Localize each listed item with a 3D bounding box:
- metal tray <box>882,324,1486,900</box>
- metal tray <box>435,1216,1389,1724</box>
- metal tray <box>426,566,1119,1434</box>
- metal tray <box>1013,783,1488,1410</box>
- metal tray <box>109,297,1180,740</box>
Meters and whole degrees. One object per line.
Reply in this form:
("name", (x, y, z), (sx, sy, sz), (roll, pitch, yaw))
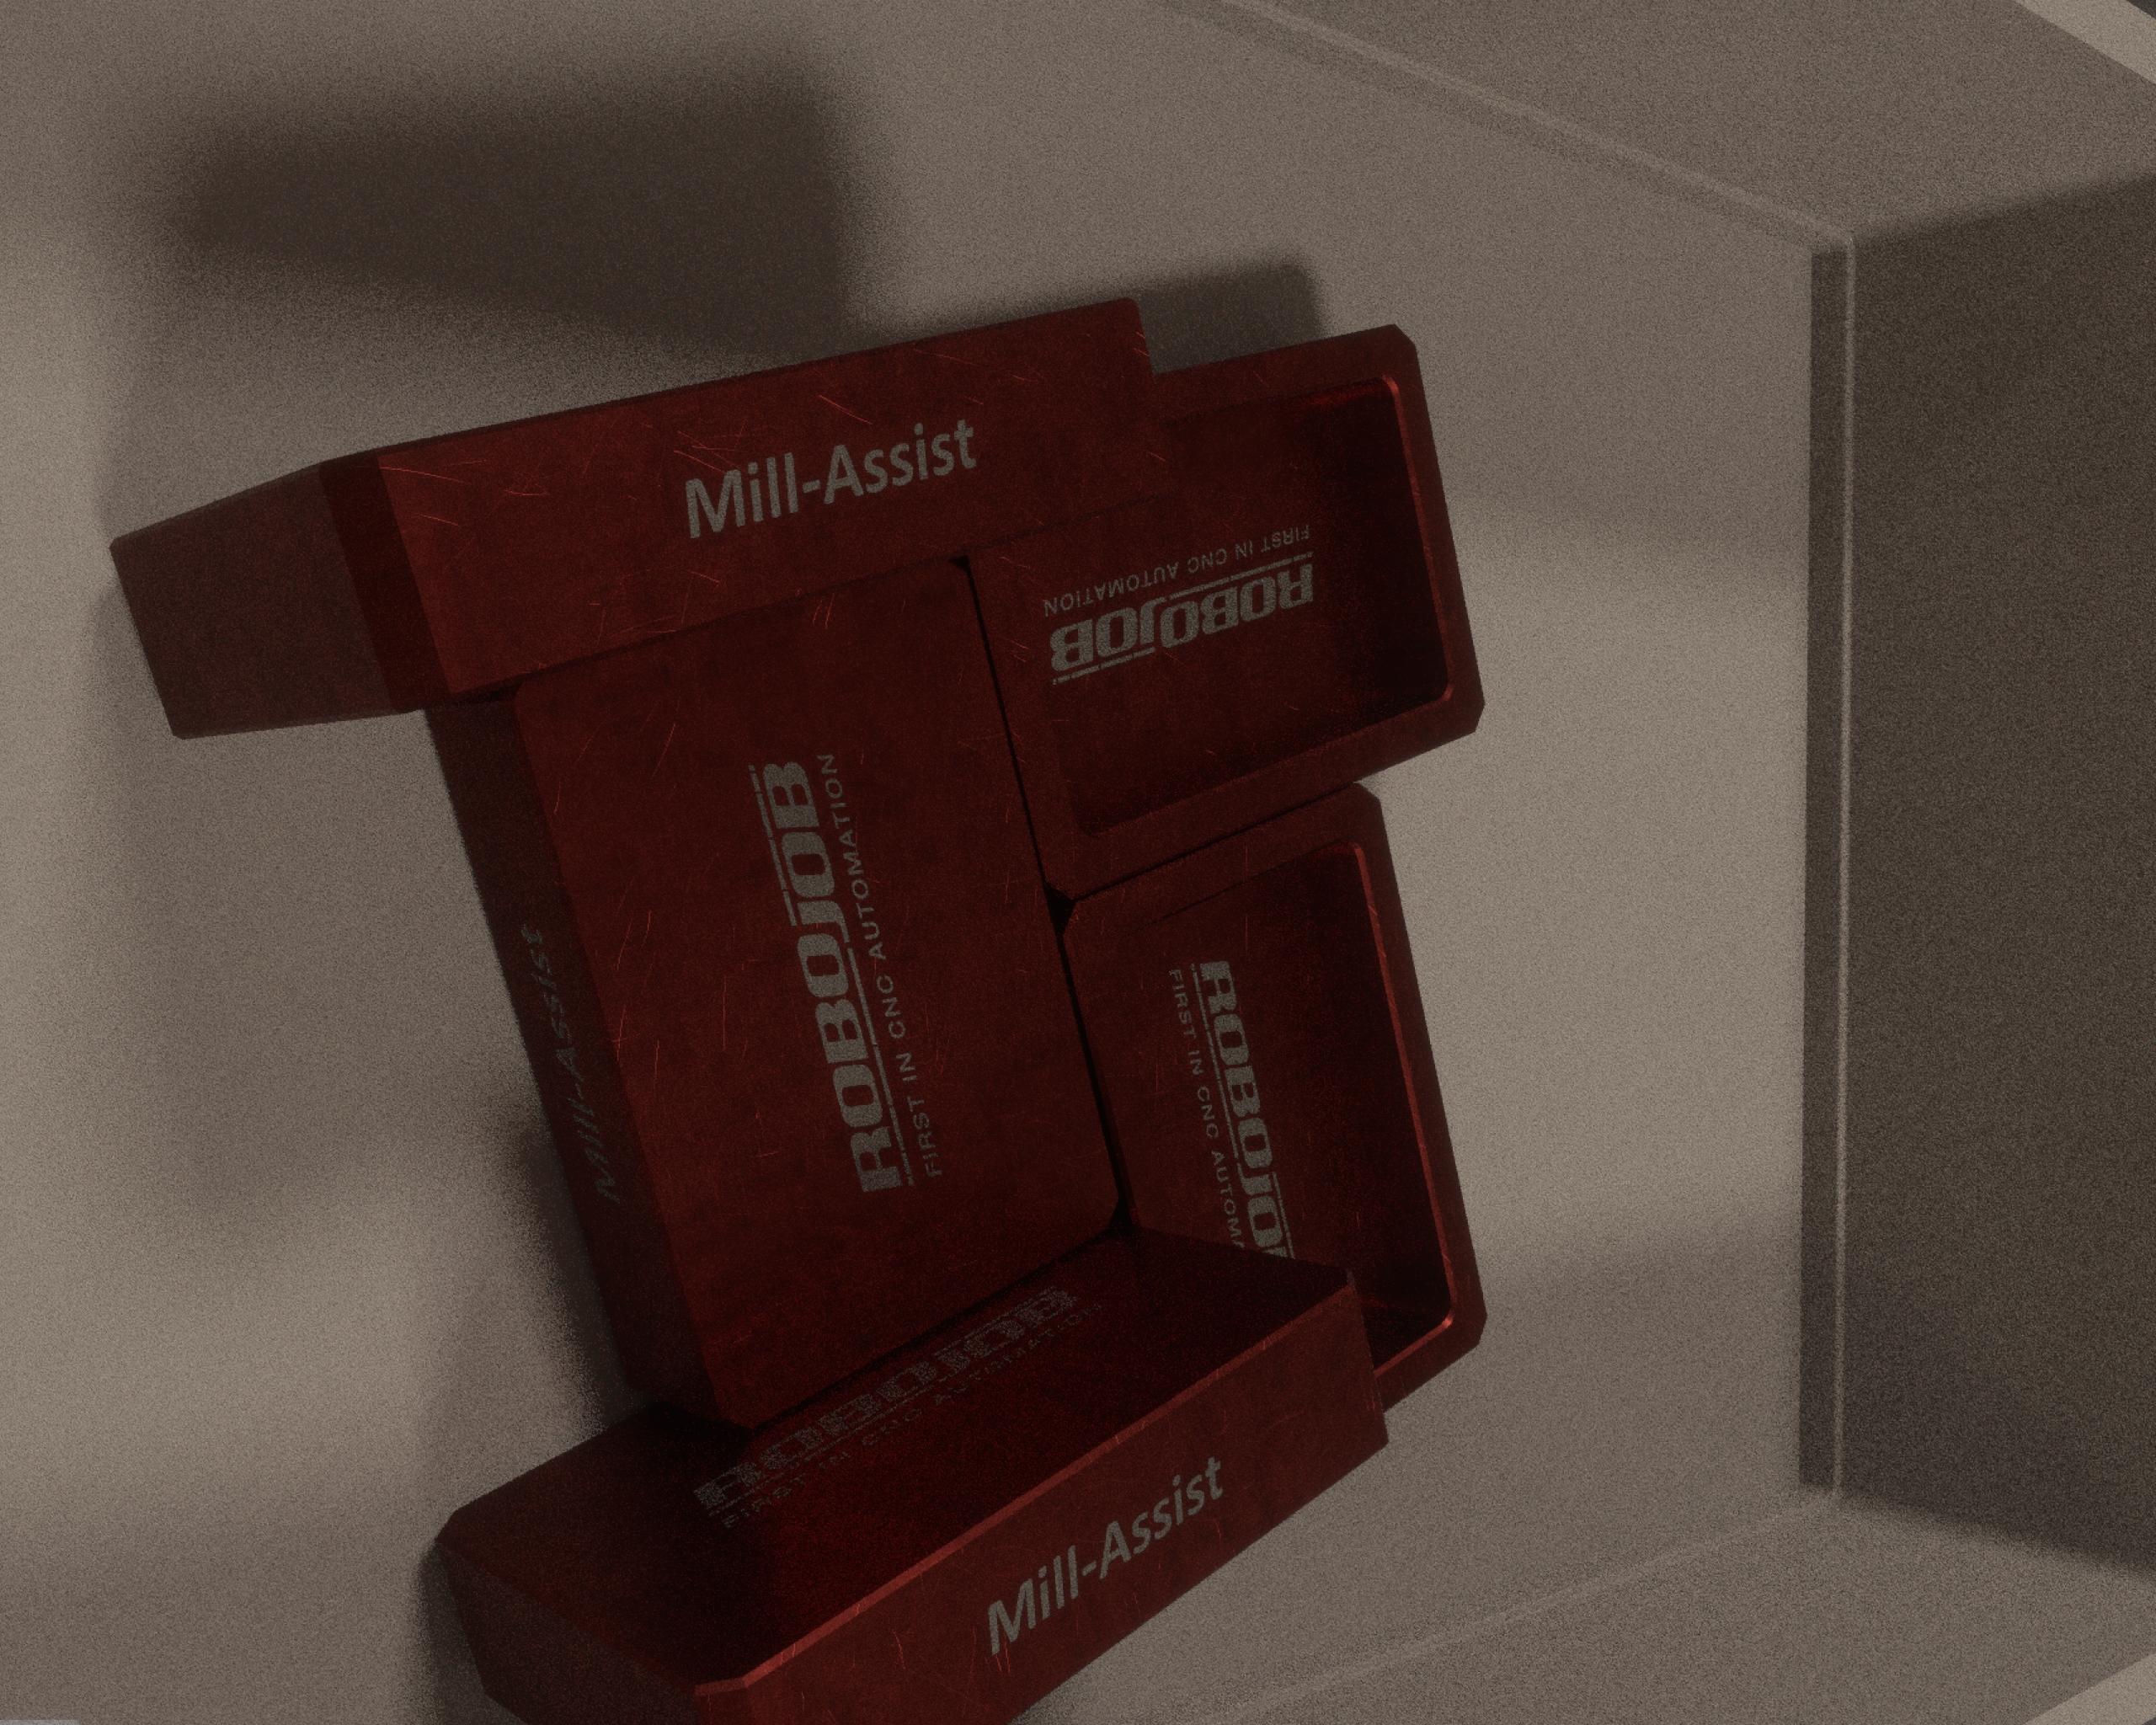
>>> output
("metal tray", (0.024, -0.054, 0.423), (0.131, 0.030, 0.089), (-22, 104, -38))
("metal tray", (-0.025, 0.101, 0.342), (0.131, 0.090, 0.030), (-22, 105, -38))
("metal tray", (-0.048, 0.019, 0.361), (0.091, 0.030, 0.129), (-22, 104, -38))
("metal tray", (0.035, 0.057, 0.433), (0.091, 0.030, 0.129), (-22, 104, -38))
("metal tray", (-0.061, -0.052, 0.310), (0.131, 0.090, 0.030), (-23, 105, -38))
